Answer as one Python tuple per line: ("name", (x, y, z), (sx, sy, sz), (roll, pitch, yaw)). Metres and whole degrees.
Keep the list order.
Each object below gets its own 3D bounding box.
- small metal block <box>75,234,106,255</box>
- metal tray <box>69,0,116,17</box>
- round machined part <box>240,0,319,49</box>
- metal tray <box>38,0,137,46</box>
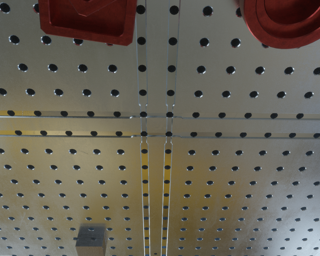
("small metal block", (-0.135, 0.235, 0.610), (0.050, 0.025, 0.050), (1, 130, -1))
("metal tray", (-0.057, -0.163, 0.228), (0.090, 0.030, 0.130), (-22, 127, 17))
("round machined part", (0.125, -0.129, 0.292), (0.099, 0.042, 0.097), (0, 130, 0))
("metal tray", (-0.063, -0.146, 0.282), (0.091, 0.030, 0.129), (7, 130, -6))
